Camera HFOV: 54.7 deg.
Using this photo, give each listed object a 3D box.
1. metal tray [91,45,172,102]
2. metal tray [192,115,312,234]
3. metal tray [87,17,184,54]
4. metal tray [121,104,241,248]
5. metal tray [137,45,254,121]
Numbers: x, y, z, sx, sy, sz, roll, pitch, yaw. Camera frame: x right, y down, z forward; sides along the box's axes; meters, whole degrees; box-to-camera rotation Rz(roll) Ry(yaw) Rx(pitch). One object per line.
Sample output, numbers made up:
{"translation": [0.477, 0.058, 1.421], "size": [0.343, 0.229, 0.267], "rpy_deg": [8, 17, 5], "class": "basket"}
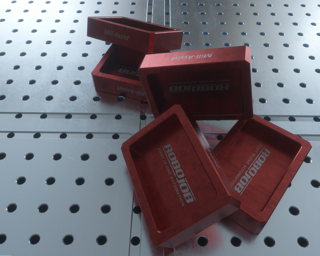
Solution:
{"translation": [-0.026, -0.085, 0.475], "size": [0.131, 0.030, 0.090], "rpy_deg": [14, 51, 11], "class": "metal tray"}
{"translation": [0.108, 0.046, 0.367], "size": [0.090, 0.030, 0.131], "rpy_deg": [32, 56, 23], "class": "metal tray"}
{"translation": [-0.040, -0.152, 0.498], "size": [0.130, 0.030, 0.091], "rpy_deg": [22, 28, 27], "class": "metal tray"}
{"translation": [0.015, 0.048, 0.334], "size": [0.090, 0.030, 0.130], "rpy_deg": [-36, 51, 15], "class": "metal tray"}
{"translation": [0.047, -0.051, 0.387], "size": [0.130, 0.090, 0.030], "rpy_deg": [-1, 46, 19], "class": "metal tray"}
